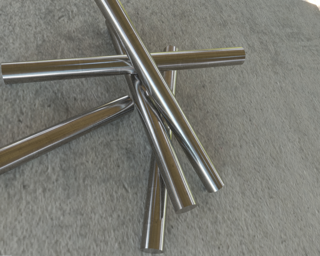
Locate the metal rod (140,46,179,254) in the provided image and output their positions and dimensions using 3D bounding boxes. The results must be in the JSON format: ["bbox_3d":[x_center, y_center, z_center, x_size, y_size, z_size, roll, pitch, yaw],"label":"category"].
[{"bbox_3d":[0.005,0.004,0.405,0.025,0.025,0.300,18,54,-18],"label":"metal rod"}]

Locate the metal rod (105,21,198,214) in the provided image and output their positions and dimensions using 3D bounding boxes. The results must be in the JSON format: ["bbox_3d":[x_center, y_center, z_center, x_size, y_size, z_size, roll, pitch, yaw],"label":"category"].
[{"bbox_3d":[-0.021,-0.037,0.395,0.025,0.025,0.299,-4,57,-30],"label":"metal rod"}]

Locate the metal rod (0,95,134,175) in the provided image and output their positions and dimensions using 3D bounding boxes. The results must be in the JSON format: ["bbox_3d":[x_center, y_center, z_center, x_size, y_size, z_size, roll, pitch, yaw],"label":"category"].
[{"bbox_3d":[-0.146,0.027,0.309,0.302,0.025,0.025,-29,78,-38],"label":"metal rod"}]

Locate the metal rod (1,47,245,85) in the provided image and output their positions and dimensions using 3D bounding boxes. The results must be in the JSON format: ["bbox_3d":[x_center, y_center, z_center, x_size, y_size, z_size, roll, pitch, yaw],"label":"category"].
[{"bbox_3d":[-0.031,-0.081,0.390,0.302,0.025,0.025,-8,65,-16],"label":"metal rod"}]

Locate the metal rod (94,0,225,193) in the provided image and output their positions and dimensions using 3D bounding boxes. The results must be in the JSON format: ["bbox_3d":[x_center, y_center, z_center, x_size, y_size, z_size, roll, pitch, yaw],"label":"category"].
[{"bbox_3d":[-0.003,-0.050,0.373,0.025,0.025,0.299,-39,104,-39],"label":"metal rod"}]
